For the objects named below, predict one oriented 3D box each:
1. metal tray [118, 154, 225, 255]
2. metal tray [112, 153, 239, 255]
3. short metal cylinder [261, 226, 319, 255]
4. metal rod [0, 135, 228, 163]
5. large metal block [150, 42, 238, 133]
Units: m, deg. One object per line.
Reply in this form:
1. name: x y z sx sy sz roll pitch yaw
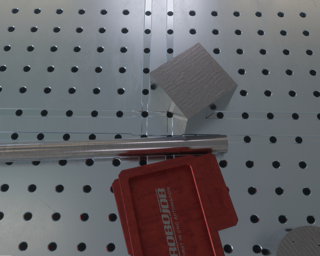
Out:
1. metal tray: 0.012 0.102 0.339 0.091 0.030 0.130 -12 71 -5
2. metal tray: 0.016 0.091 0.376 0.131 0.030 0.090 -15 71 -6
3. short metal cylinder: 0.160 0.151 0.344 0.081 0.050 0.080 0 70 0
4. metal rod: -0.065 0.027 0.401 0.302 0.025 0.025 -2 70 -1
5. large metal block: 0.043 -0.054 0.419 0.080 0.050 0.080 -34 74 -12
